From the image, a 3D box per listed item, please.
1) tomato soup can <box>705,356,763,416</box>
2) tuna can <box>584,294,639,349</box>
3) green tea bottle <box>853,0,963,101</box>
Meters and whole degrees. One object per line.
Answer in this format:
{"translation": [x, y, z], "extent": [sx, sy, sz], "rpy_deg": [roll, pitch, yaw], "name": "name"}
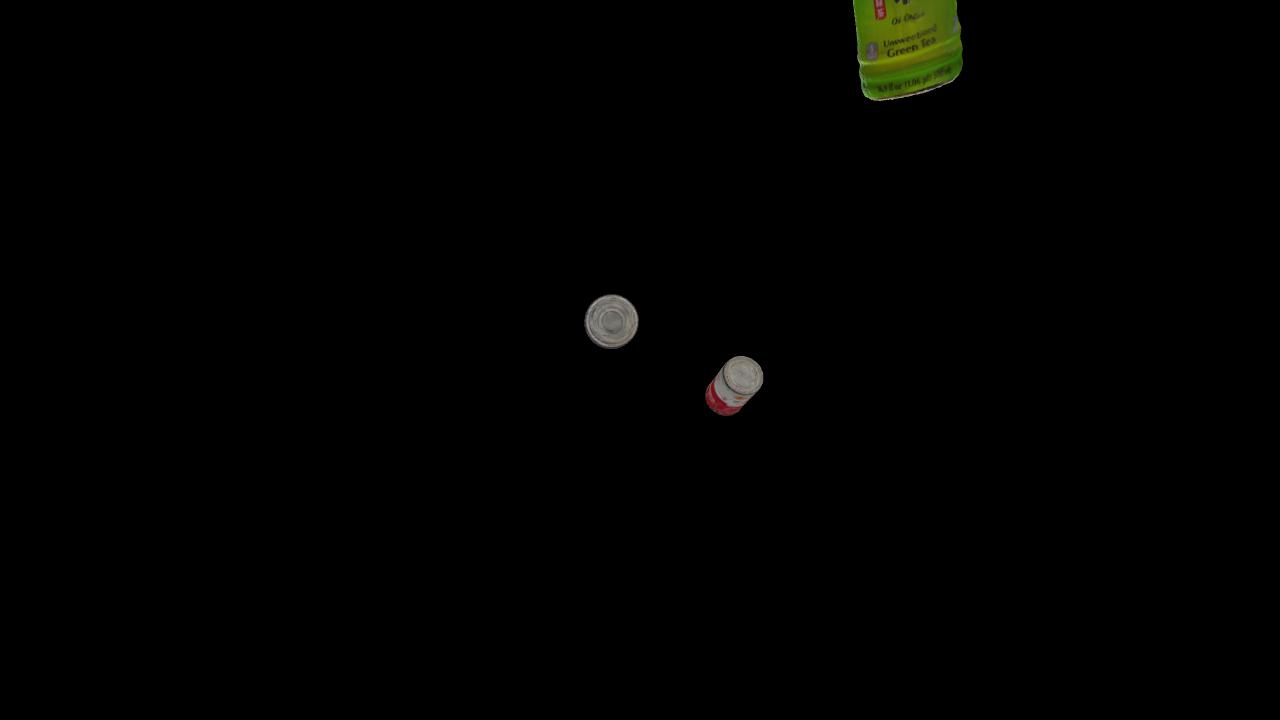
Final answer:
{"translation": [0.151, 0.043, 0.993], "extent": [0.068, 0.068, 0.101], "rpy_deg": [0, -23, -11], "name": "tomato soup can"}
{"translation": [-0.044, -0.059, 0.948], "extent": [0.084, 0.084, 0.034], "rpy_deg": [0, 1, -5], "name": "tuna can"}
{"translation": [0.168, -0.288, 0.406], "extent": [0.073, 0.212, 0.073], "rpy_deg": [-18, 27, 9], "name": "green tea bottle"}
